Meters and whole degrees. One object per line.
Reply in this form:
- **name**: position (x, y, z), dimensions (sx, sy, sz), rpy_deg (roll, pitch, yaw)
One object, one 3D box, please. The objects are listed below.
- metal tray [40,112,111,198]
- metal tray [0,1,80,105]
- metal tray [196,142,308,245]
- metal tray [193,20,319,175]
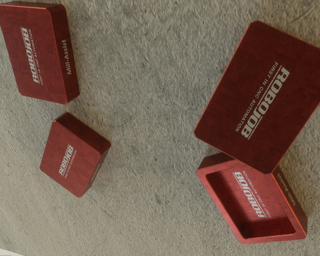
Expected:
- **metal tray**: position (-0.142, 0.048, 0.508), dimensions (0.090, 0.030, 0.129), rpy_deg (35, 129, 4)
- **metal tray**: position (-0.165, -0.102, 0.427), dimensions (0.090, 0.030, 0.129), rpy_deg (12, 124, 21)
- **metal tray**: position (0.117, 0.087, 0.395), dimensions (0.090, 0.030, 0.130), rpy_deg (-22, 107, 36)
- **metal tray**: position (0.102, -0.029, 0.311), dimensions (0.090, 0.030, 0.129), rpy_deg (29, 113, 9)
